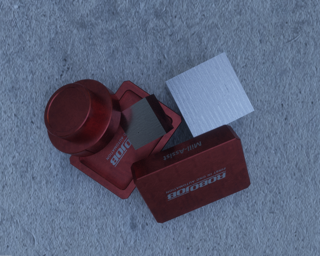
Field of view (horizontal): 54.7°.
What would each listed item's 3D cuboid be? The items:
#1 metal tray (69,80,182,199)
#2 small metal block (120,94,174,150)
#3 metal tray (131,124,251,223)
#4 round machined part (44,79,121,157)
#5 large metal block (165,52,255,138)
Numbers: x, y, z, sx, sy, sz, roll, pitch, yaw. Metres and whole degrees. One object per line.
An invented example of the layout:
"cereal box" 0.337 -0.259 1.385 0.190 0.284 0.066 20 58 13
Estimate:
"metal tray" -0.043 0.015 0.407 0.090 0.030 0.130 35 90 0
"small metal block" -0.019 -0.007 0.388 0.050 0.025 0.050 -29 93 28
"metal tray" 0.041 0.060 0.386 0.131 0.030 0.090 -23 126 0
"round machined part" -0.101 -0.016 0.381 0.098 0.042 0.098 -8 70 22
"large metal block" 0.060 -0.039 0.399 0.080 0.050 0.080 -27 90 0
